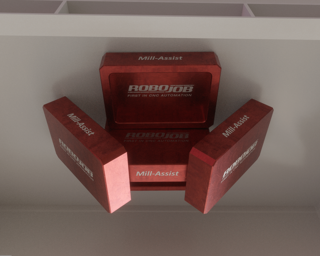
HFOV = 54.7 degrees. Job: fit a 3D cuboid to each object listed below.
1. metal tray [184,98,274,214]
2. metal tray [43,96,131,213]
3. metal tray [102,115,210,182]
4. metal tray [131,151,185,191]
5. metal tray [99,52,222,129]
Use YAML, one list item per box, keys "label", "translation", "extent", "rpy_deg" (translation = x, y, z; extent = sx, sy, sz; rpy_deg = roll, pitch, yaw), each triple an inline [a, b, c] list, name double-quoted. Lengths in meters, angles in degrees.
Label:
- label: "metal tray"
  translation: [0.084, 0.031, 0.374]
  extent: [0.030, 0.131, 0.089]
  rpy_deg: [31, 138, 30]
- label: "metal tray"
  translation: [-0.088, 0.030, 0.371]
  extent: [0.030, 0.130, 0.089]
  rpy_deg: [-30, 139, -31]
- label: "metal tray"
  translation: [-0.004, 0.022, 0.383]
  extent: [0.131, 0.090, 0.030]
  rpy_deg: [0, 130, -1]
- label: "metal tray"
  translation: [-0.003, 0.050, 0.444]
  extent: [0.131, 0.030, 0.089]
  rpy_deg: [0, 130, -1]
- label: "metal tray"
  translation: [0.001, -0.042, 0.367]
  extent: [0.131, 0.030, 0.089]
  rpy_deg: [-1, 131, -1]
